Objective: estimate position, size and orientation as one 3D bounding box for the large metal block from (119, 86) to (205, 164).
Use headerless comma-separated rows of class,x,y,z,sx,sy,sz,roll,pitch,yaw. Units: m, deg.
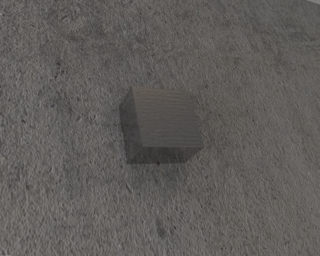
large metal block,-0.001,-0.002,0.388,0.081,0.050,0.080,2,61,-27
